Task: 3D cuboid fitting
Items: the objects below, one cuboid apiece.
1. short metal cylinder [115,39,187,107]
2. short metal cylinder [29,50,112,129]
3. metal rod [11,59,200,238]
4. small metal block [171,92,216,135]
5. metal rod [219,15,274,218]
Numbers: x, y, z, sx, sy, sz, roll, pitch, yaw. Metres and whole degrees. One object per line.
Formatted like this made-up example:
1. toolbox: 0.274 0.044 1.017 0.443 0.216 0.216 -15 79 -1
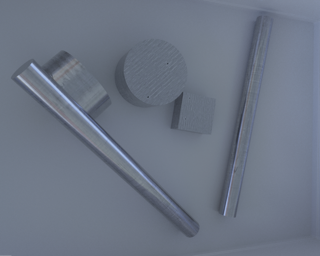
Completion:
1. short metal cylinder: -0.012 -0.067 0.393 0.081 0.050 0.079 0 90 -20
2. short metal cylinder: -0.101 -0.038 0.344 0.050 0.080 0.080 -46 105 -14
3. metal rod: -0.037 0.045 0.347 0.025 0.025 0.300 -49 125 -13
4. small metal block: 0.046 -0.020 0.429 0.050 0.025 0.050 10 87 -20
5. metal rod: 0.128 -0.020 0.459 0.025 0.025 0.298 14 85 -20
